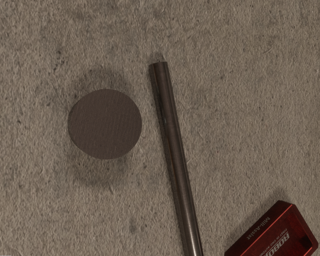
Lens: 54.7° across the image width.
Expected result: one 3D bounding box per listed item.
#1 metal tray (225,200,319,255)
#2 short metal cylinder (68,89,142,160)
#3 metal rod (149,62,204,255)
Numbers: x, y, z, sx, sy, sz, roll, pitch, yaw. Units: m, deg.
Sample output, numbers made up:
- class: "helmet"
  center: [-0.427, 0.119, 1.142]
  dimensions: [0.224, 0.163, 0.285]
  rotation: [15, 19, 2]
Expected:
- class: "metal tray"
  center: [0.172, 0.186, 0.472]
  dimensions: [0.131, 0.030, 0.090]
  rotation: [-37, 102, -17]
- class: "short metal cylinder"
  center: [-0.067, -0.004, 0.371]
  dimensions: [0.081, 0.050, 0.079]
  rotation: [0, 90, -21]
- class: "metal rod"
  center: [0.026, 0.061, 0.419]
  dimensions: [0.025, 0.025, 0.298]
  rotation: [-12, 94, -20]
